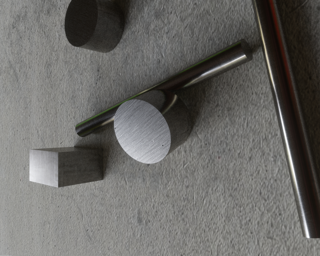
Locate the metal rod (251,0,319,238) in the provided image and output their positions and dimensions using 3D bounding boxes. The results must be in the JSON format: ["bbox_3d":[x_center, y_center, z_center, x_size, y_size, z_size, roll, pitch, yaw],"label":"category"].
[{"bbox_3d":[0.121,-0.048,0.305,0.025,0.025,0.298,-16,80,39],"label":"metal rod"}]

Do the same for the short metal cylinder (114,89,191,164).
[{"bbox_3d":[-0.009,-0.003,0.380,0.080,0.050,0.079,13,116,29],"label":"short metal cylinder"}]

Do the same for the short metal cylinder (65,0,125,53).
[{"bbox_3d":[-0.100,-0.159,0.472,0.080,0.050,0.079,0,90,40],"label":"short metal cylinder"}]

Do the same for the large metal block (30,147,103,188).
[{"bbox_3d":[-0.148,0.058,0.492,0.080,0.081,0.050,1,91,40],"label":"large metal block"}]

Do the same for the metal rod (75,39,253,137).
[{"bbox_3d":[-0.018,-0.040,0.419,0.299,0.025,0.025,-21,77,38],"label":"metal rod"}]
